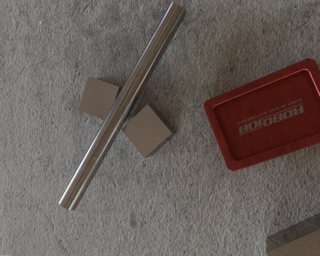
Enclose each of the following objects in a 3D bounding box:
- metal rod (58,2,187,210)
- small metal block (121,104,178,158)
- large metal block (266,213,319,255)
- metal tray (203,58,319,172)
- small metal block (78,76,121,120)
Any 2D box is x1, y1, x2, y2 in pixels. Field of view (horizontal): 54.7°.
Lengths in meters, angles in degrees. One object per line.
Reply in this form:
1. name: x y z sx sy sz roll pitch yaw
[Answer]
1. metal rod: -0.051 -0.026 0.408 0.025 0.025 0.299 31 93 17
2. small metal block: -0.014 0.004 0.413 0.050 0.025 0.050 -43 77 14
3. large metal block: 0.173 0.146 0.335 0.080 0.050 0.080 -33 80 16
4. metal tray: 0.128 -0.012 0.361 0.130 0.030 0.090 -22 83 18
5. small metal block: -0.081 -0.040 0.436 0.050 0.025 0.050 21 97 18
